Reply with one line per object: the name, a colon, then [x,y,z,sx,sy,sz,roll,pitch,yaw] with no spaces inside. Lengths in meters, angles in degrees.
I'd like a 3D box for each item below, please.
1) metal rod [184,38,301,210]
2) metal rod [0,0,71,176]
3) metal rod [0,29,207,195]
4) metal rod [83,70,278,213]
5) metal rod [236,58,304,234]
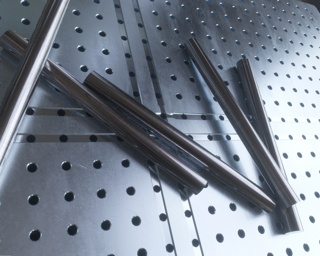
metal rod: [0.114,-0.020,0.470,0.025,0.025,0.299,-12,64,-33]
metal rod: [-0.148,-0.039,0.328,0.025,0.025,0.299,19,61,-18]
metal rod: [-0.067,-0.017,0.383,0.301,0.025,0.025,38,51,-3]
metal rod: [0.030,0.021,0.413,0.301,0.025,0.025,35,51,-6]
metal rod: [0.168,0.012,0.493,0.025,0.025,0.299,8,58,-25]
